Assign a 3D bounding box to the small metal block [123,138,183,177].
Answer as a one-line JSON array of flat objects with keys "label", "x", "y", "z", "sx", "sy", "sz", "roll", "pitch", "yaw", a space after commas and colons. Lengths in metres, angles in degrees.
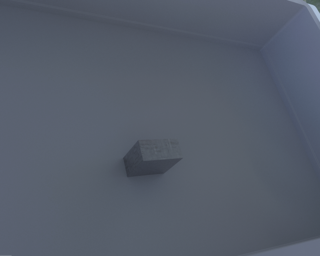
[{"label": "small metal block", "x": -0.009, "y": 0.035, "z": 0.365, "sx": 0.050, "sy": 0.050, "sz": 0.025, "roll": -1, "pitch": 63, "yaw": -29}]
